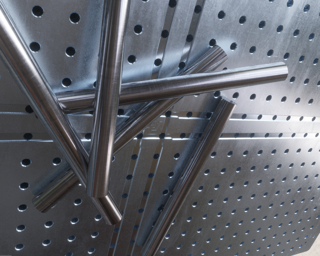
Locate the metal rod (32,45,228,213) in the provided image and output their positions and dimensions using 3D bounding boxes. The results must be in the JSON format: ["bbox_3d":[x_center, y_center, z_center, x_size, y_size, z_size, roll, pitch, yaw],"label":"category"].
[{"bbox_3d":[-0.037,0.000,0.392,0.300,0.025,0.025,-40,130,-1],"label":"metal rod"}]

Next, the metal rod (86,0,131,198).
[{"bbox_3d":[-0.048,-0.069,0.308,0.025,0.025,0.298,0,108,-29],"label":"metal rod"}]

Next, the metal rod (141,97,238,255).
[{"bbox_3d":[0.039,0.089,0.489,0.025,0.025,0.298,13,112,-34],"label":"metal rod"}]

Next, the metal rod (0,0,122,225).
[{"bbox_3d":[-0.100,0.009,0.327,0.025,0.025,0.299,-28,129,-11],"label":"metal rod"}]

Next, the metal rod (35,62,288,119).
[{"bbox_3d":[0.012,-0.047,0.363,0.302,0.025,0.025,-10,123,-14],"label":"metal rod"}]
